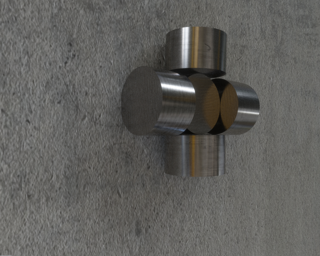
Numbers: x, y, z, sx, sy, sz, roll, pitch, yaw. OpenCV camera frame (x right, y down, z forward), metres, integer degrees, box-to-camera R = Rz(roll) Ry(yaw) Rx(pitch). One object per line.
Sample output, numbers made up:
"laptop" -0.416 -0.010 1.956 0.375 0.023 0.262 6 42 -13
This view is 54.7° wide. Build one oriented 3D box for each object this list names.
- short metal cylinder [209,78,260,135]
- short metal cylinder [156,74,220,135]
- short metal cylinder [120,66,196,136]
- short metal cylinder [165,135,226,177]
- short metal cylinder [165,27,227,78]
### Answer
"short metal cylinder" 0.097 -0.030 0.454 0.050 0.080 0.079 3 89 -40
"short metal cylinder" 0.037 -0.031 0.423 0.081 0.050 0.079 0 90 -40
"short metal cylinder" -0.004 -0.030 0.369 0.050 0.080 0.079 3 89 -40
"short metal cylinder" 0.046 0.034 0.411 0.081 0.080 0.050 0 89 -40
"short metal cylinder" 0.048 -0.097 0.411 0.081 0.080 0.050 2 89 -40
